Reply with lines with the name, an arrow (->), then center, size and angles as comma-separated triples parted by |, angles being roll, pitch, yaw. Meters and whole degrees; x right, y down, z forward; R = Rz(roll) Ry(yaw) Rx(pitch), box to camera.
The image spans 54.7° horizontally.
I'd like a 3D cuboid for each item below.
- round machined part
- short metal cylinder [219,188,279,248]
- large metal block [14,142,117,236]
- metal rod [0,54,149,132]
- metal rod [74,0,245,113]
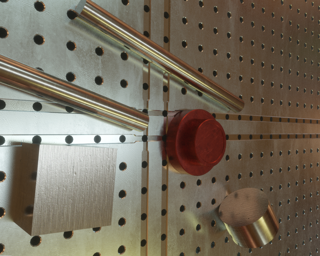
round machined part -> 0.059, 0.021, 0.450 | 0.099, 0.042, 0.097 | 0, 90, -40
short metal cylinder -> 0.142, 0.142, 0.496 | 0.080, 0.080, 0.050 | -45, 117, -31
large metal block -> -0.094, 0.057, 0.315 | 0.081, 0.050, 0.080 | 7, 86, -40
metal rod -> -0.132, -0.049, 0.298 | 0.302, 0.025, 0.025 | 21, 77, -38
metal rod -> 0.022, -0.084, 0.429 | 0.302, 0.025, 0.025 | 23, 75, -38
